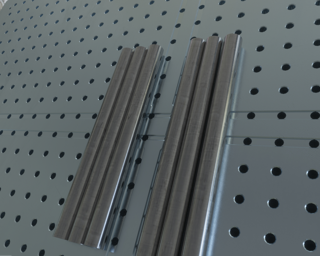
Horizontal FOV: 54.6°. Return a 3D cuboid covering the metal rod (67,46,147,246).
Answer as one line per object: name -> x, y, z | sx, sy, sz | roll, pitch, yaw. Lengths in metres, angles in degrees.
metal rod -> -0.064, 0.008, 0.437 | 0.025, 0.025, 0.300 | 1, 62, 29

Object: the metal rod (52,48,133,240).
metal rod -> -0.087, 0.007, 0.450 | 0.025, 0.025, 0.300 | 1, 62, 29

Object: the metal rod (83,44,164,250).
metal rod -> -0.042, 0.008, 0.426 | 0.025, 0.025, 0.300 | 1, 62, 29

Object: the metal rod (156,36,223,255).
metal rod -> 0.042, 0.009, 0.381 | 0.025, 0.025, 0.300 | 1, 62, 29

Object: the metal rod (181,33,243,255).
metal rod -> 0.066, 0.009, 0.368 | 0.025, 0.025, 0.300 | 1, 62, 29

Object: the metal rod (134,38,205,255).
metal rod -> 0.021, 0.008, 0.393 | 0.025, 0.025, 0.300 | 1, 62, 29
